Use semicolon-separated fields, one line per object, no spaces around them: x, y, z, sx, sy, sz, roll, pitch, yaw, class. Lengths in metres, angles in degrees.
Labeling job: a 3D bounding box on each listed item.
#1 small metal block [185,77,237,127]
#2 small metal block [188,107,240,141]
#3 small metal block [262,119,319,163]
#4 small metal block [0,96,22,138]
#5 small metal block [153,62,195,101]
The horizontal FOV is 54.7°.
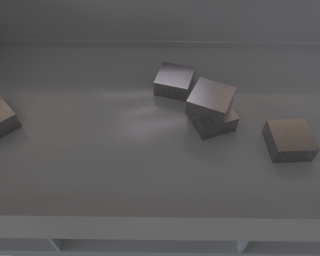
0.066;-0.035;0.402;0.050;0.025;0.050;19;53;15;small metal block
0.071;-0.016;0.419;0.050;0.025;0.050;-15;52;-13;small metal block
0.164;0.016;0.393;0.050;0.025;0.050;-2;50;-2;small metal block
-0.223;-0.011;0.413;0.050;0.025;0.050;-36;59;-26;small metal block
0.022;-0.070;0.464;0.050;0.025;0.050;13;51;10;small metal block
